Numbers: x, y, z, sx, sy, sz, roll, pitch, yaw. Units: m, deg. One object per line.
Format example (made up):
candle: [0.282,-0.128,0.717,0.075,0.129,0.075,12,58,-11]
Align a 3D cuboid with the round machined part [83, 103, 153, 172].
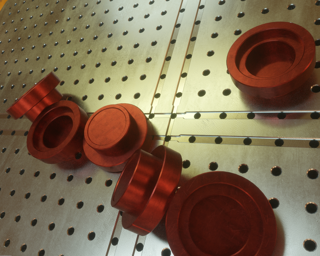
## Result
round machined part: [-0.063,0.007,0.423,0.098,0.042,0.098,-10,58,17]

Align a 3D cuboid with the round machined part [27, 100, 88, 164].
round machined part: [-0.149,0.010,0.471,0.098,0.042,0.098,-13,56,21]

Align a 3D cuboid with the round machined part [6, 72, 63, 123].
round machined part: [-0.202,-0.047,0.516,0.098,0.042,0.098,-34,22,16]

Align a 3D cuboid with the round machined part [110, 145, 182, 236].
round machined part: [-0.019,0.062,0.336,0.098,0.042,0.098,-57,13,22]

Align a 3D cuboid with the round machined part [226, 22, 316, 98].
round machined part: [0.134,-0.077,0.375,0.098,0.042,0.098,-13,56,21]

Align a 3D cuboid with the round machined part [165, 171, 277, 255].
round machined part: [0.056,0.093,0.297,0.098,0.042,0.098,-2,73,5]
